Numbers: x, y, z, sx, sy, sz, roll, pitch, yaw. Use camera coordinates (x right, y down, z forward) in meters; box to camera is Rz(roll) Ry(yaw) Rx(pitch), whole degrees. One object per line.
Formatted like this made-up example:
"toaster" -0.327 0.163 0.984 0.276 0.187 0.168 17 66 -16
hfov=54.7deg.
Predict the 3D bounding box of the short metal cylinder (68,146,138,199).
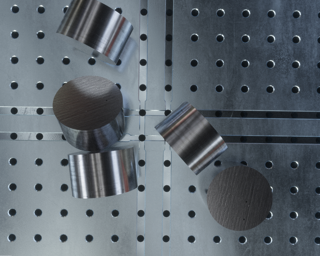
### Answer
"short metal cylinder" -0.070 0.052 0.385 0.081 0.080 0.050 -6 91 0

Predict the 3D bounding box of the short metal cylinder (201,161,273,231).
"short metal cylinder" 0.097 0.086 0.402 0.081 0.050 0.079 0 90 -1

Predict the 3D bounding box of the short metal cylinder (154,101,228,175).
"short metal cylinder" 0.038 0.012 0.386 0.050 0.080 0.080 -41 91 0

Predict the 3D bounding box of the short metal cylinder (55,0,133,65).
"short metal cylinder" -0.080 -0.120 0.385 0.080 0.080 0.050 25 90 -1

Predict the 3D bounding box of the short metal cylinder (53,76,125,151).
"short metal cylinder" -0.085 -0.018 0.382 0.081 0.050 0.080 1 58 -2
